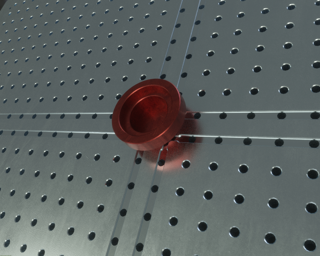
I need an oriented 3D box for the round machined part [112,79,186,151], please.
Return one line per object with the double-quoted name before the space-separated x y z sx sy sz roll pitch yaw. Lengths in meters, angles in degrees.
"round machined part" -0.011 -0.014 0.412 0.098 0.042 0.098 -13 56 21
